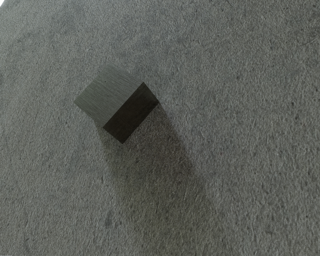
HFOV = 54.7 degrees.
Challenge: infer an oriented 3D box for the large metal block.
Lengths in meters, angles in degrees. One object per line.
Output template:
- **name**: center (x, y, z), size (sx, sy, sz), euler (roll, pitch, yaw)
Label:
- **large metal block**: center (-0.063, -0.037, 0.443), size (0.080, 0.050, 0.080), euler (-49, 52, -7)
